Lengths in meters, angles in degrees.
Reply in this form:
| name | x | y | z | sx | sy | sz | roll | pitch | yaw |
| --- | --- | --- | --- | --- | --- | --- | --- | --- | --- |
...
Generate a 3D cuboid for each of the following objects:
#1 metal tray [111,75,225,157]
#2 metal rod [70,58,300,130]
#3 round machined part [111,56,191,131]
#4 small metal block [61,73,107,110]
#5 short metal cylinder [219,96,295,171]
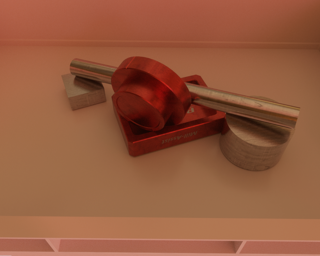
| name | x | y | z | sx | sy | sz | roll | pitch | yaw |
| --- | --- | --- | --- | --- | --- | --- | --- | --- | --- |
| metal tray | 0.010 | -0.021 | 0.416 | 0.131 | 0.030 | 0.090 | -15 | 52 | -13 |
| metal rod | 0.015 | -0.049 | 0.391 | 0.301 | 0.025 | 0.025 | 16 | 52 | 20 |
| round machined part | -0.016 | -0.033 | 0.367 | 0.098 | 0.098 | 0.042 | 22 | 61 | 17 |
| small metal block | -0.111 | -0.058 | 0.450 | 0.050 | 0.025 | 0.050 | -17 | 52 | -15 |
| short metal cylinder | 0.118 | 0.006 | 0.384 | 0.081 | 0.050 | 0.080 | 0 | 50 | 0 |
